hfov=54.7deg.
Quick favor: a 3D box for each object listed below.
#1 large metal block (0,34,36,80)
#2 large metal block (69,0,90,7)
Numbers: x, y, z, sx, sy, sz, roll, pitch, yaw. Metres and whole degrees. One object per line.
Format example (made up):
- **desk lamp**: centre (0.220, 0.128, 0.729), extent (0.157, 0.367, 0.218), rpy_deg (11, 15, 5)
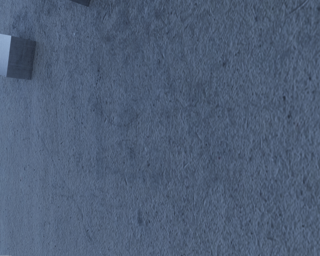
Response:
- **large metal block**: centre (-0.305, -0.148, 0.641), extent (0.080, 0.050, 0.079), rpy_deg (19, 102, 38)
- **large metal block**: centre (-0.165, -0.245, 0.505), extent (0.080, 0.081, 0.050), rpy_deg (35, 112, 34)
